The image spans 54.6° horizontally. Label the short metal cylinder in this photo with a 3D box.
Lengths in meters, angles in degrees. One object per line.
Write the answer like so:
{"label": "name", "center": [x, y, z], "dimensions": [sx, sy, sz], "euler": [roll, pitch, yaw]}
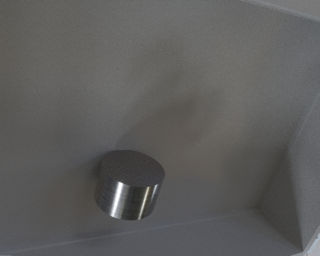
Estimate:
{"label": "short metal cylinder", "center": [-0.039, 0.070, 0.395], "dimensions": [0.081, 0.080, 0.050], "euler": [2, 117, -29]}
